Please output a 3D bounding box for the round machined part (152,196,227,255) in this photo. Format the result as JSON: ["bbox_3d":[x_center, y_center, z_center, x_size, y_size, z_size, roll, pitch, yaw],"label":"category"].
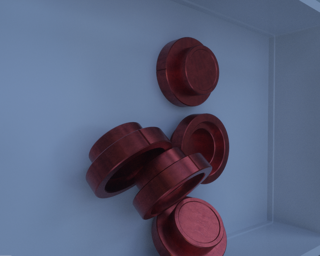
[{"bbox_3d":[0.042,0.129,0.398,0.099,0.042,0.098,15,42,-13],"label":"round machined part"}]

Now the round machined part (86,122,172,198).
[{"bbox_3d":[-0.038,0.031,0.342,0.099,0.097,0.042,-20,63,-38],"label":"round machined part"}]

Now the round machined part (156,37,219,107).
[{"bbox_3d":[0.046,-0.079,0.436,0.099,0.042,0.097,0,90,-40],"label":"round machined part"}]

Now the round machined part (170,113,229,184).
[{"bbox_3d":[0.051,0.029,0.441,0.099,0.042,0.097,0,90,-40],"label":"round machined part"}]

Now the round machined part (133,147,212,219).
[{"bbox_3d":[0.009,0.059,0.360,0.099,0.097,0.042,-20,63,-38],"label":"round machined part"}]
